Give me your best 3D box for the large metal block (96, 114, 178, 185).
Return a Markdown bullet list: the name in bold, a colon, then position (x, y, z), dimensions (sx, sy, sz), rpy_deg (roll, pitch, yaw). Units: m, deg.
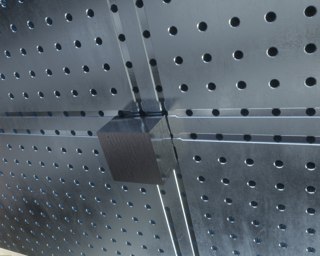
- **large metal block**: position (-0.029, 0.029, 0.427), dimensions (0.080, 0.050, 0.080), rpy_deg (0, 118, 28)
